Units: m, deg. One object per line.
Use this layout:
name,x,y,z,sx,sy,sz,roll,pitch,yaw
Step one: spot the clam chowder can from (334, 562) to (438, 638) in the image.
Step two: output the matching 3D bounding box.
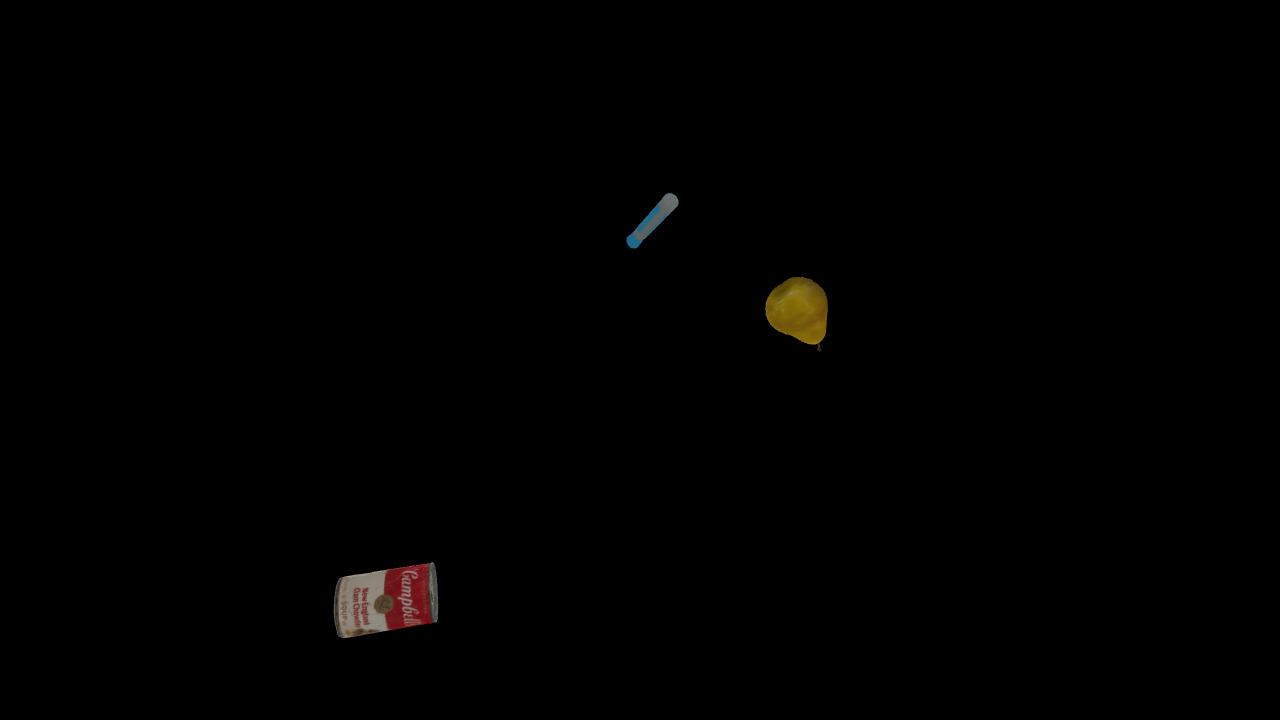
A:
clam chowder can,-0.289,0.275,0.706,0.102,0.068,0.068,-5,1,-13

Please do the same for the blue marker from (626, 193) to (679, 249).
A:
blue marker,0.012,-0.166,0.751,0.020,0.020,0.121,0,-14,-24

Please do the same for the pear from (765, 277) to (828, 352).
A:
pear,0.219,-0.054,0.807,0.111,0.080,0.080,44,-16,-17
